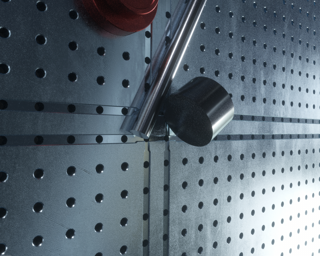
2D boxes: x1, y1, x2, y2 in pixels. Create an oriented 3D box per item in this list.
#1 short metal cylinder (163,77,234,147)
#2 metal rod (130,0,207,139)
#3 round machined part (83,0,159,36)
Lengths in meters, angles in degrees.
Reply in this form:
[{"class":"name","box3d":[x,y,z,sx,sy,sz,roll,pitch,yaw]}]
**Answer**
[{"class":"short metal cylinder","box3d":[0.051,-0.022,0.416,0.050,0.080,0.080,-40,115,-33]},{"class":"metal rod","box3d":[0.029,-0.124,0.432,0.025,0.025,0.300,35,68,-35]},{"class":"round machined part","box3d":[-0.039,-0.163,0.364,0.099,0.042,0.097,0,90,-40]}]
